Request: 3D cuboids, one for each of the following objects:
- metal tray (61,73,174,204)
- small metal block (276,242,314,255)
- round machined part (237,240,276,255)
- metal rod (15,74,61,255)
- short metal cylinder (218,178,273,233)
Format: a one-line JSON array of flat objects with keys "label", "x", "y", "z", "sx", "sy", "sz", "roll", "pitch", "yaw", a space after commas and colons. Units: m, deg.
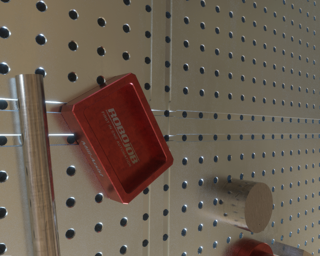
[{"label": "metal tray", "x": -0.045, "y": 0.012, "z": 0.368, "sx": 0.091, "sy": 0.030, "sz": 0.129, "roll": -37, "pitch": 113, "yaw": -34}, {"label": "small metal block", "x": 0.272, "y": 0.256, "z": 0.621, "sx": 0.050, "sy": 0.050, "sz": 0.025, "roll": 35, "pitch": 69, "yaw": -35}, {"label": "round machined part", "x": 0.176, "y": 0.253, "z": 0.546, "sx": 0.099, "sy": 0.042, "sz": 0.097, "roll": 0, "pitch": 90, "yaw": -40}, {"label": "metal rod", "x": -0.116, "y": 0.097, "z": 0.311, "sx": 0.025, "sy": 0.025, "sz": 0.298, "roll": -7, "pitch": 95, "yaw": -40}, {"label": "short metal cylinder", "x": 0.142, "y": 0.127, "z": 0.512, "sx": 0.081, "sy": 0.050, "sz": 0.080, "roll": 0, "pitch": 90, "yaw": -40}]
